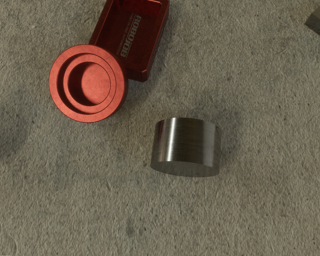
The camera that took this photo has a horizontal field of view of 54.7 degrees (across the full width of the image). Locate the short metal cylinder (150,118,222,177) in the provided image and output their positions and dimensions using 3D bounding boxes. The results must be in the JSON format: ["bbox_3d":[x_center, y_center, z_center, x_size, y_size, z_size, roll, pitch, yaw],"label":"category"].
[{"bbox_3d":[0.031,0.026,0.370,0.080,0.080,0.050,6,70,2],"label":"short metal cylinder"}]

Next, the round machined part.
[{"bbox_3d":[-0.089,-0.057,0.405,0.099,0.042,0.097,1,98,7],"label":"round machined part"}]

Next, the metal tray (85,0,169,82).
[{"bbox_3d":[-0.046,-0.139,0.455,0.090,0.030,0.130,15,71,5],"label":"metal tray"}]

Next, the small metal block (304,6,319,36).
[{"bbox_3d":[0.261,-0.165,0.471,0.050,0.025,0.050,-41,75,-14],"label":"small metal block"}]
